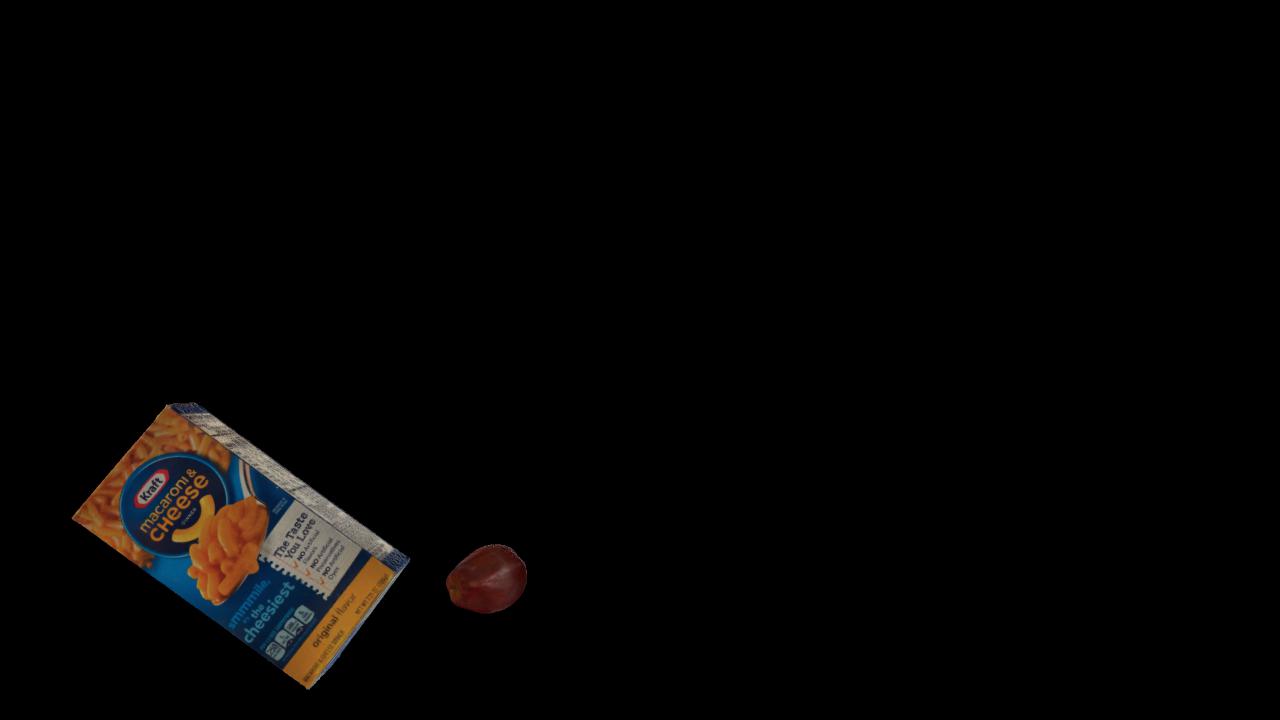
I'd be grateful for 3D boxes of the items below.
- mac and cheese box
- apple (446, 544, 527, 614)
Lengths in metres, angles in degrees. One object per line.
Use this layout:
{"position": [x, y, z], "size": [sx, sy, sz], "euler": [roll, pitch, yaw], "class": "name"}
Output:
{"position": [-0.258, 0.120, 0.407], "size": [0.184, 0.093, 0.041], "euler": [37, -4, -2], "class": "mac and cheese box"}
{"position": [-0.183, 0.265, 0.740], "size": [0.079, 0.079, 0.093], "euler": [0, 2, 44], "class": "apple"}
